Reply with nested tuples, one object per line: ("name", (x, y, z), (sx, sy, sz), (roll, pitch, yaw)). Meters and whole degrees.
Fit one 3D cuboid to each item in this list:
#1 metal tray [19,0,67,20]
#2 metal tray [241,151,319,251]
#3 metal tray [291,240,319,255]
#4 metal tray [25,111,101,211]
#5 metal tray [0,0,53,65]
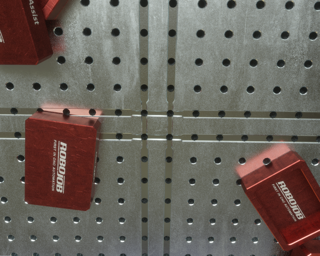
("metal tray", (-0.124, -0.197, 0.337), (0.090, 0.030, 0.130), (38, 105, -13))
("metal tray", (0.189, 0.109, 0.451), (0.090, 0.030, 0.130), (-32, 107, 11))
("metal tray", (0.244, 0.239, 0.492), (0.091, 0.030, 0.129), (5, 110, -13))
("metal tray", (-0.135, 0.047, 0.427), (0.091, 0.030, 0.129), (8, 110, -3))
("metal tray", (-0.178, -0.135, 0.335), (0.090, 0.030, 0.129), (4, 121, 16))
